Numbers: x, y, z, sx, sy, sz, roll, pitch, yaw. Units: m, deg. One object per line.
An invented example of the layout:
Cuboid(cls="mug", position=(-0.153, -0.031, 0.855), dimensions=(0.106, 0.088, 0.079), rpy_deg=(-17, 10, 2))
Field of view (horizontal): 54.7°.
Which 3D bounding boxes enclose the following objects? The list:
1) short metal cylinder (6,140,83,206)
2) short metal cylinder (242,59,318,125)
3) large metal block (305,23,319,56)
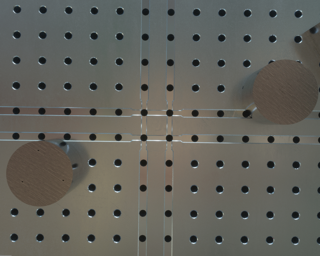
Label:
Cuboid(cls="short metal cylinder", position=(-0.146, 0.055, 0.400), dimensions=(0.081, 0.050, 0.079), rpy_deg=(0, 90, 0))
Cuboid(cls="short metal cylinder", position=(0.153, -0.044, 0.402), dimensions=(0.081, 0.050, 0.079), rpy_deg=(0, 90, 0))
Cuboid(cls="large metal block", position=(0.255, -0.119, 0.403), dimensions=(0.080, 0.050, 0.080), rpy_deg=(-32, 90, 0))
